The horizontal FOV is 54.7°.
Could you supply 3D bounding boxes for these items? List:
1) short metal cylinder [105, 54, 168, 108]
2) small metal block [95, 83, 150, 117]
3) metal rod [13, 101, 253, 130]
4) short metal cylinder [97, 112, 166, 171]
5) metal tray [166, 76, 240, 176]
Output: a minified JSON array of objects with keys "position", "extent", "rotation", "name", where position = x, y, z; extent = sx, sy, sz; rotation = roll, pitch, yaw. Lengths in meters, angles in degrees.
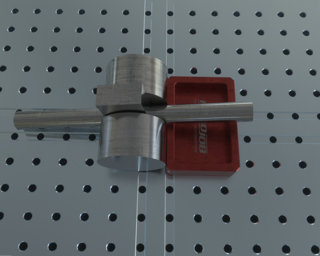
[{"position":[-0.030,-0.052,0.399],"extent":[0.081,0.080,0.050],"rotation":[1,70,0],"name":"short metal cylinder"},{"position":[-0.041,-0.028,0.358],"extent":[0.050,0.050,0.025],"rotation":[-2,70,8],"name":"small metal block"},{"position":[-0.039,-0.015,0.392],"extent":[0.301,0.025,0.025],"rotation":[-2,70,8],"name":"metal rod"},{"position":[-0.033,0.019,0.375],"extent":[0.081,0.080,0.050],"rotation":[1,70,0],"name":"short metal cylinder"},{"position":[0.054,-0.004,0.411],"extent":[0.091,0.030,0.130],"rotation":[1,70,0],"name":"metal tray"}]
